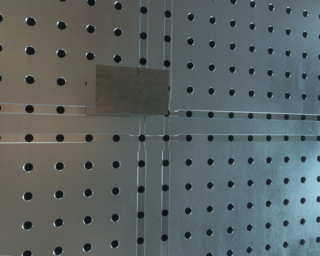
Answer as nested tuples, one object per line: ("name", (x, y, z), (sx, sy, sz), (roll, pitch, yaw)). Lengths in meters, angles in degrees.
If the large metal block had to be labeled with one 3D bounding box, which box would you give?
("large metal block", (-0.042, -0.040, 0.369), (0.081, 0.080, 0.050), (1, 90, -20))
